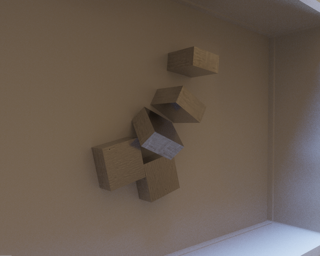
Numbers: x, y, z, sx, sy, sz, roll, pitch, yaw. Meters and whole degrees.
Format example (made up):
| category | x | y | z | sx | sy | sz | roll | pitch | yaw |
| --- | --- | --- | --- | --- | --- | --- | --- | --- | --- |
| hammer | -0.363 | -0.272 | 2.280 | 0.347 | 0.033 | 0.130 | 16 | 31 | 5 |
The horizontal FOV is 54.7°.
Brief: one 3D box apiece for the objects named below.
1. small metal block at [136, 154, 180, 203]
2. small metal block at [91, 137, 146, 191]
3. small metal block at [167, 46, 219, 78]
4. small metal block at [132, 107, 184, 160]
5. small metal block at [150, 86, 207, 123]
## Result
| category | x | y | z | sx | sy | sz | roll | pitch | yaw |
| --- | --- | --- | --- | --- | --- | --- | --- | --- | --- |
| small metal block | -0.005 | 0.062 | 0.405 | 0.050 | 0.025 | 0.050 | -18 | 102 | -39 |
| small metal block | -0.048 | 0.041 | 0.368 | 0.050 | 0.025 | 0.050 | -17 | 101 | -39 |
| small metal block | 0.046 | -0.090 | 0.431 | 0.050 | 0.050 | 0.025 | 7 | 86 | -40 |
| small metal block | -0.003 | 0.007 | 0.387 | 0.050 | 0.050 | 0.025 | 29 | 114 | -37 |
| small metal block | 0.025 | -0.030 | 0.413 | 0.050 | 0.050 | 0.025 | 36 | 68 | -35 |
